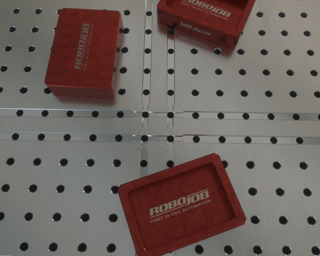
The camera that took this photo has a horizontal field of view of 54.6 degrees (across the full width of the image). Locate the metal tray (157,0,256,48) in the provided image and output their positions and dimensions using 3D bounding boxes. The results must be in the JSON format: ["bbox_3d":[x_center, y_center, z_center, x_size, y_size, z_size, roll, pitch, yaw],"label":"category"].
[{"bbox_3d":[0.071,-0.186,0.477,0.130,0.030,0.090,23,72,8],"label":"metal tray"}]

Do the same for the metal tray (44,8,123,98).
[{"bbox_3d":[-0.106,-0.110,0.449,0.090,0.030,0.130,4,70,1],"label":"metal tray"}]

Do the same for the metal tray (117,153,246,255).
[{"bbox_3d":[0.025,0.094,0.374,0.131,0.030,0.090,-18,71,-7],"label":"metal tray"}]
